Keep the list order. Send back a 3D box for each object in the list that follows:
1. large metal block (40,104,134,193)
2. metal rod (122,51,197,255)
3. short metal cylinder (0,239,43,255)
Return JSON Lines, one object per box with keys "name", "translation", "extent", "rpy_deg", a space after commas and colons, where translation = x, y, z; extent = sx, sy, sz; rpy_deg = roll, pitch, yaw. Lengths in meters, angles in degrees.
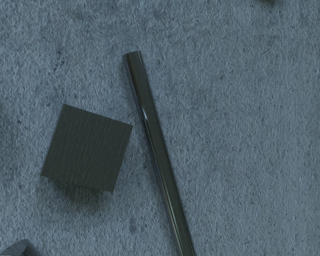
{"name": "large metal block", "translation": [-0.087, 0.023, 0.364], "extent": [0.081, 0.050, 0.080], "rpy_deg": [18, 84, -20]}
{"name": "metal rod", "translation": [0.003, 0.048, 0.411], "extent": [0.025, 0.025, 0.298], "rpy_deg": [-17, 96, -20]}
{"name": "short metal cylinder", "translation": [-0.156, 0.165, 0.323], "extent": [0.080, 0.080, 0.050], "rpy_deg": [-38, 103, -16]}
